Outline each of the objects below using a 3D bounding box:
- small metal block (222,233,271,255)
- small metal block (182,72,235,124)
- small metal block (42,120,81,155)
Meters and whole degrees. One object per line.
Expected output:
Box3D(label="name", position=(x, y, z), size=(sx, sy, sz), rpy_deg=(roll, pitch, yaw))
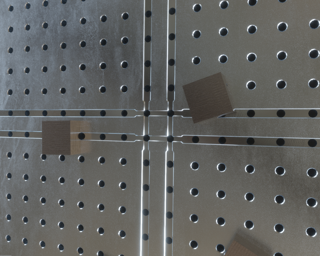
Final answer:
Box3D(label="small metal block", position=(0.101, 0.167, 0.377), size=(0.050, 0.025, 0.050), rpy_deg=(31, 100, 17))
Box3D(label="small metal block", position=(0.062, -0.037, 0.391), size=(0.050, 0.025, 0.050), rpy_deg=(-18, 84, 19))
Box3D(label="small metal block", position=(-0.148, 0.014, 0.466), size=(0.050, 0.025, 0.050), rpy_deg=(-1, 90, 20))
